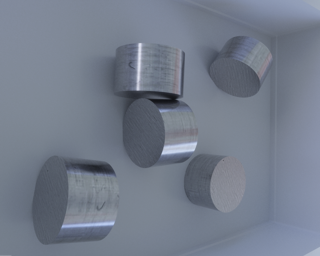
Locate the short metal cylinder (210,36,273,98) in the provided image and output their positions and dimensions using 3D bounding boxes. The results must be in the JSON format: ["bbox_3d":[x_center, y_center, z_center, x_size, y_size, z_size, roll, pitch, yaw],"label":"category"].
[{"bbox_3d":[0.124,-0.092,0.474,0.080,0.080,0.050,49,61,-29],"label":"short metal cylinder"}]

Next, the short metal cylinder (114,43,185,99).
[{"bbox_3d":[-0.012,-0.062,0.360,0.081,0.080,0.050,4,88,-40],"label":"short metal cylinder"}]

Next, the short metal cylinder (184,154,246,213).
[{"bbox_3d":[0.082,0.080,0.459,0.081,0.050,0.080,0,90,-40],"label":"short metal cylinder"}]

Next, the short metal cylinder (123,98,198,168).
[{"bbox_3d":[-0.001,0.005,0.370,0.050,0.080,0.079,-2,92,-40],"label":"short metal cylinder"}]

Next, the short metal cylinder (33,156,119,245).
[{"bbox_3d":[-0.083,0.069,0.301,0.050,0.080,0.080,13,82,-39],"label":"short metal cylinder"}]
